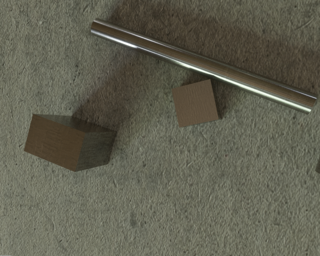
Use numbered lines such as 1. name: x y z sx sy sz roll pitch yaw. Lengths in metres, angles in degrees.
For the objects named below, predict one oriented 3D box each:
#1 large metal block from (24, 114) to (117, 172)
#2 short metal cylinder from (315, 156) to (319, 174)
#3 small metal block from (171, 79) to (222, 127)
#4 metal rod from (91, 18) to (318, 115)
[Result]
1. large metal block: -0.118 0.017 0.420 0.080 0.080 0.050 18 96 19
2. short metal cylinder: 0.205 0.033 0.308 0.080 0.080 0.050 18 96 19
3. small metal block: 0.047 -0.030 0.392 0.050 0.025 0.050 -12 86 19
4. metal rod: 0.041 -0.085 0.393 0.301 0.025 0.025 24 98 18
